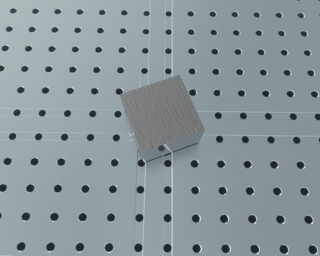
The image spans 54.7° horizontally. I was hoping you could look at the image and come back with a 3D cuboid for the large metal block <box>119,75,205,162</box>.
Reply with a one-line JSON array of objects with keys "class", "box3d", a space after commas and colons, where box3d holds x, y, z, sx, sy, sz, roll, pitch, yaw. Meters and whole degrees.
[{"class": "large metal block", "box3d": [0.002, -0.011, 0.400, 0.081, 0.050, 0.080, -20, 71, -7]}]
